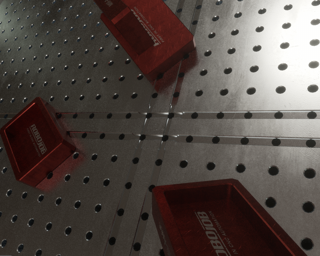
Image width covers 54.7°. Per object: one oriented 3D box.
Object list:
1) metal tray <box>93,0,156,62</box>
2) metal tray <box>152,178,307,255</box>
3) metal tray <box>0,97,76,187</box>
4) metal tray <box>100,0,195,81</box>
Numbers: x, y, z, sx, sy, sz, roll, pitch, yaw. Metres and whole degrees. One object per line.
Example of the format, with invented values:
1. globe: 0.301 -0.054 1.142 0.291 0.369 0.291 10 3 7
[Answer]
1. metal tray: -0.055 -0.163 0.483 0.030 0.090 0.130 -39 44 5
2. metal tray: 0.049 0.089 0.259 0.091 0.030 0.130 -4 19 -11
3. metal tray: -0.199 0.018 0.495 0.090 0.030 0.130 -42 51 -1
4. metal tray: -0.019 -0.148 0.474 0.090 0.030 0.130 -37 74 2
